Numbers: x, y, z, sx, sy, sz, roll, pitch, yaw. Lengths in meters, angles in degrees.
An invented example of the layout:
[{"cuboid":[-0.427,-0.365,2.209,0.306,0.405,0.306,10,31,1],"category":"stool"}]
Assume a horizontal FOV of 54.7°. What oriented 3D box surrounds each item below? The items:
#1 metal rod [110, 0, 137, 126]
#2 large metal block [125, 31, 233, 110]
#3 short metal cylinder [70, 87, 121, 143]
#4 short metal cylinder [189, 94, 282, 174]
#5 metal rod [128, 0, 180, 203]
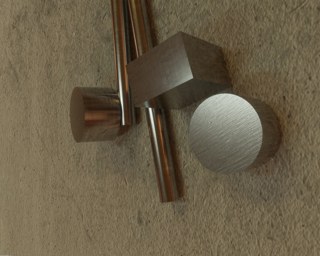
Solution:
[{"cuboid":[-0.058,-0.152,0.452,0.025,0.025,0.298,-8,85,40],"category":"metal rod"},{"cuboid":[0.022,-0.059,0.351,0.080,0.081,0.050,-22,76,38],"category":"large metal block"},{"cuboid":[-0.096,-0.020,0.452,0.080,0.050,0.079,7,98,60],"category":"short metal cylinder"},{"cuboid":[0.078,0.006,0.324,0.080,0.050,0.079,0,90,40],"category":"short metal cylinder"},{"cuboid":[-0.012,-0.053,0.414,0.025,0.025,0.298,-16,80,39],"category":"metal rod"}]
